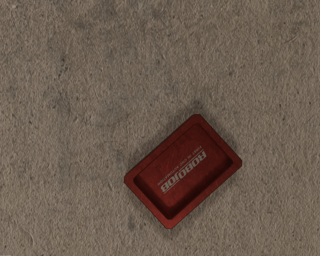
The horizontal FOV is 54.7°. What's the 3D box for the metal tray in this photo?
[{"bbox_3d":[0.029,0.055,0.407,0.130,0.030,0.090,-42,91,-1],"label":"metal tray"}]
